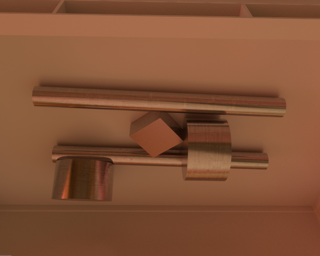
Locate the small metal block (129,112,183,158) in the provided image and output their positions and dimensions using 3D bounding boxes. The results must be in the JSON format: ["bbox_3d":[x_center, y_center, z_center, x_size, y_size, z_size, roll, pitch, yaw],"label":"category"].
[{"bbox_3d":[-0.004,0.006,0.412,0.050,0.025,0.050,-31,124,23],"label":"small metal block"}]

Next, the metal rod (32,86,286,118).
[{"bbox_3d":[0.002,-0.032,0.379,0.302,0.025,0.025,2,130,-3],"label":"metal rod"}]

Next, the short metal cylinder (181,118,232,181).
[{"bbox_3d":[0.056,0.027,0.395,0.050,0.080,0.079,1,130,-2],"label":"short metal cylinder"}]

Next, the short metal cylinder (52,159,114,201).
[{"bbox_3d":[-0.105,0.075,0.430,0.081,0.050,0.080,1,164,1],"label":"short metal cylinder"}]

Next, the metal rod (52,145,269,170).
[{"bbox_3d":[0.002,0.042,0.443,0.302,0.025,0.025,2,130,-3],"label":"metal rod"}]
